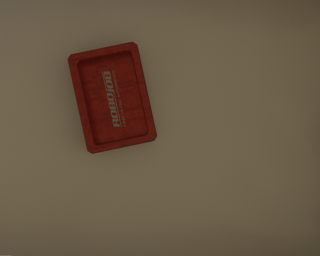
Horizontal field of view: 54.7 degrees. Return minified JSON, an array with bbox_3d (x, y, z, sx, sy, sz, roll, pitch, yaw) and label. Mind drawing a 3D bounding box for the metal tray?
[{"bbox_3d":[-0.061,-0.039,0.408,0.091,0.030,0.129,-12,90,-1],"label":"metal tray"}]
